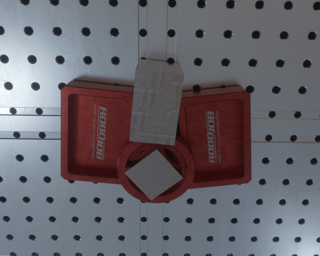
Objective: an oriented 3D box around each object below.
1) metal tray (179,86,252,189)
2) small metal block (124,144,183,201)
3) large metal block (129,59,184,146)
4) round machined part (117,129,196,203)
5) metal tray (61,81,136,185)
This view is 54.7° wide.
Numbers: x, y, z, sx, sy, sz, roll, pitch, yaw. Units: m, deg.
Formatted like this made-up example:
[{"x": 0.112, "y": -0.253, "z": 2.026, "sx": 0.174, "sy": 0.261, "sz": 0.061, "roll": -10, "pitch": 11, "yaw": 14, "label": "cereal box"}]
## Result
[{"x": 0.072, "y": 0.014, "z": 0.412, "sx": 0.091, "sy": 0.030, "sz": 0.129, "roll": -6, "pitch": 110, "yaw": 2, "label": "metal tray"}, {"x": -0.007, "y": 0.053, "z": 0.384, "sx": 0.050, "sy": 0.025, "sz": 0.050, "roll": -37, "pitch": 106, "yaw": 12, "label": "small metal block"}, {"x": -0.005, "y": -0.034, "z": 0.367, "sx": 0.050, "sy": 0.080, "sz": 0.079, "roll": 6, "pitch": 110, "yaw": -2, "label": "large metal block"}, {"x": -0.004, "y": 0.046, "z": 0.407, "sx": 0.099, "sy": 0.042, "sz": 0.097, "roll": 0, "pitch": 110, "yaw": 0, "label": "round machined part"}, {"x": -0.081, "y": 0.008, "z": 0.409, "sx": 0.091, "sy": 0.030, "sz": 0.129, "roll": 6, "pitch": 110, "yaw": -3, "label": "metal tray"}]
